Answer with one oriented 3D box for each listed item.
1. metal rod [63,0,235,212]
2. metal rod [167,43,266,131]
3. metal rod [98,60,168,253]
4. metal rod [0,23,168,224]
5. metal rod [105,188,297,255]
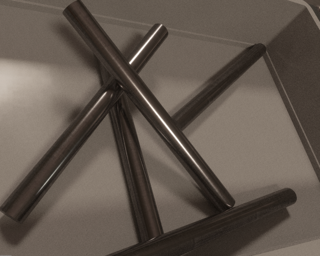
[{"bbox_3d":[-0.006,-0.017,0.367,0.300,0.025,0.025,52,50,-11],"label":"metal rod"},{"bbox_3d":[0.108,-0.078,0.513,0.025,0.025,0.302,46,51,4],"label":"metal rod"},{"bbox_3d":[-0.040,0.012,0.377,0.025,0.025,0.299,-3,63,-30],"label":"metal rod"},{"bbox_3d":[-0.068,-0.028,0.360,0.025,0.025,0.301,35,59,-5],"label":"metal rod"},{"bbox_3d":[0.069,0.111,0.354,0.302,0.025,0.025,-6,65,-39],"label":"metal rod"}]
